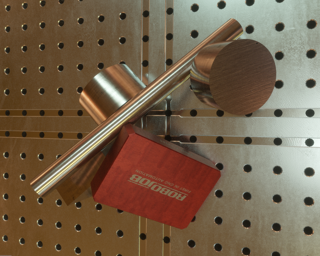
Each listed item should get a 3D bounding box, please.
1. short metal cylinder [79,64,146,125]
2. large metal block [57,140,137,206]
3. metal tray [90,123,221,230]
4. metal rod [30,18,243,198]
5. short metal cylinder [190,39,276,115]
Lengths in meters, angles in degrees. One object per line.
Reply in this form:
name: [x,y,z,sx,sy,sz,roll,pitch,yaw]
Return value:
short metal cylinder: [-0.055,-0.036,0.402,0.080,0.080,0.050,-45,76,14]
large metal block: [-0.085,0.051,0.412,0.080,0.080,0.050,-41,77,15]
metal tray: [-0.003,0.061,0.368,0.131,0.030,0.090,26,101,-25]
metal rod: [-0.021,-0.028,0.362,0.301,0.025,0.025,-40,77,-7]
short metal cylinder: [0.081,-0.058,0.349,0.081,0.050,0.079,-4,104,-17]
